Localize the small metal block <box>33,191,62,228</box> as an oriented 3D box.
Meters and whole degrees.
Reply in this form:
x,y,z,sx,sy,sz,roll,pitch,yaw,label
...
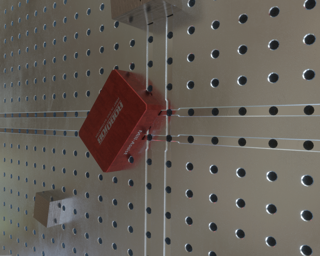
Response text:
x,y,z,sx,sy,sz,roll,pitch,yaw,label
-0.213,0.152,0.586,0.050,0.025,0.050,16,100,39,small metal block

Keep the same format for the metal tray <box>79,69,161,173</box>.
x,y,z,sx,sy,sz,roll,pitch,yaw,label
-0.064,-0.009,0.459,0.090,0.030,0.129,49,119,28,metal tray

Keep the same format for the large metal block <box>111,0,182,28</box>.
x,y,z,sx,sy,sz,roll,pitch,yaw,label
-0.021,-0.189,0.410,0.080,0.050,0.080,-7,86,40,large metal block
